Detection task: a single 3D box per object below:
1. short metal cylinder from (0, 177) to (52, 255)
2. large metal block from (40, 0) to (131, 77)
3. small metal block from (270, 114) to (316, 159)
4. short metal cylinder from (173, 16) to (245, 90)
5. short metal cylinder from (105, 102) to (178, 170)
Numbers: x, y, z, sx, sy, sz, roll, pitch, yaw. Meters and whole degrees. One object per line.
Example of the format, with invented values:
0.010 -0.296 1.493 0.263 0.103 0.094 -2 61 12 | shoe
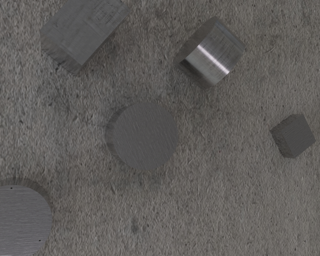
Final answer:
-0.160 0.097 0.337 0.081 0.050 0.079 0 90 -20 | short metal cylinder
-0.086 -0.109 0.348 0.050 0.080 0.080 41 77 -16 | large metal block
0.209 0.012 0.486 0.050 0.025 0.050 -34 101 -17 | small metal block
0.062 -0.097 0.403 0.050 0.080 0.080 39 78 -16 | short metal cylinder
-0.024 0.009 0.387 0.081 0.050 0.079 0 90 -20 | short metal cylinder
